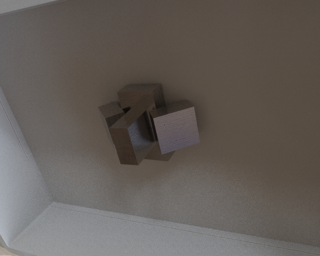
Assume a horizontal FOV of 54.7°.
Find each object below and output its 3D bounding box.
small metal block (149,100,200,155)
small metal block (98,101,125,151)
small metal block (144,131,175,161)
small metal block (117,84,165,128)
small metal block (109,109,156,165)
[{"bbox_3d":[0.018,-0.001,0.381,0.050,0.025,0.050,-17,117,-8],"label":"small metal block"},{"bbox_3d":[-0.060,-0.003,0.419,0.050,0.025,0.050,-137,29,-60],"label":"small metal block"},{"bbox_3d":[-0.011,0.016,0.421,0.050,0.025,0.050,3,120,27],"label":"small metal block"},{"bbox_3d":[-0.022,-0.028,0.399,0.050,0.025,0.050,2,120,26],"label":"small metal block"},{"bbox_3d":[-0.032,0.010,0.380,0.025,0.050,0.050,0,119,27],"label":"small metal block"}]
